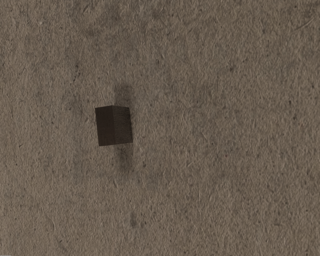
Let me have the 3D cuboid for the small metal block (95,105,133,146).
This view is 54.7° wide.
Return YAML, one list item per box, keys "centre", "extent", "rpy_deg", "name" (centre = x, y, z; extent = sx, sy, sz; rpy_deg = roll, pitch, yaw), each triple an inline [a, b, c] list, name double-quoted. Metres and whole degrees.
- centre: [-0.061, -0.003, 0.416]
  extent: [0.025, 0.050, 0.050]
  rpy_deg: [-7, 88, 20]
  name: "small metal block"
